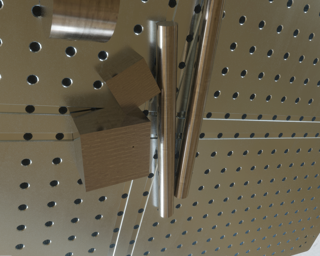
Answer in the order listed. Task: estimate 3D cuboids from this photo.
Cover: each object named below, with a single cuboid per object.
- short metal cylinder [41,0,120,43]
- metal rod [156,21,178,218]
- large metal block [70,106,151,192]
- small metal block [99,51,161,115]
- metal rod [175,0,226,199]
[{"bbox_3d":[-0.071,-0.116,0.266,0.050,0.080,0.079,-4,120,-27],"label":"short metal cylinder"},{"bbox_3d":[0.009,0.010,0.423,0.025,0.025,0.298,-14,125,-21],"label":"metal rod"},{"bbox_3d":[-0.059,0.022,0.378,0.081,0.050,0.079,-11,124,-23],"label":"large metal block"},{"bbox_3d":[-0.034,-0.052,0.362,0.050,0.025,0.050,-34,129,-6],"label":"small metal block"},{"bbox_3d":[0.048,-0.025,0.424,0.025,0.025,0.298,-8,122,-25],"label":"metal rod"}]
